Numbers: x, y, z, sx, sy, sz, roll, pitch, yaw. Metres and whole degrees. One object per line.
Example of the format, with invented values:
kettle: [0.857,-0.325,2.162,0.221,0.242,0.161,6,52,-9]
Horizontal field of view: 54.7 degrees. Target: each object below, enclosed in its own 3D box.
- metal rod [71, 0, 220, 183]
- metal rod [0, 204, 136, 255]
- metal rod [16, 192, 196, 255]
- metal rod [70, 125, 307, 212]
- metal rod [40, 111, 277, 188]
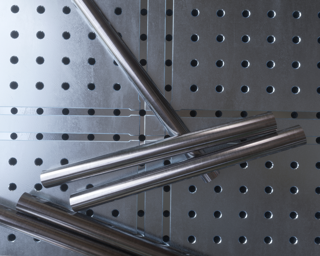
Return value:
metal rod: [-0.019,-0.055,0.413,0.025,0.025,0.299,-36,90,0]
metal rod: [-0.092,0.160,0.412,0.301,0.025,0.025,21,90,-1]
metal rod: [-0.043,0.150,0.412,0.301,0.025,0.025,21,90,-1]
metal rod: [0.028,0.054,0.391,0.301,0.025,0.025,-18,90,8]
metal rod: [-0.007,0.030,0.393,0.301,0.025,0.025,-15,90,7]
